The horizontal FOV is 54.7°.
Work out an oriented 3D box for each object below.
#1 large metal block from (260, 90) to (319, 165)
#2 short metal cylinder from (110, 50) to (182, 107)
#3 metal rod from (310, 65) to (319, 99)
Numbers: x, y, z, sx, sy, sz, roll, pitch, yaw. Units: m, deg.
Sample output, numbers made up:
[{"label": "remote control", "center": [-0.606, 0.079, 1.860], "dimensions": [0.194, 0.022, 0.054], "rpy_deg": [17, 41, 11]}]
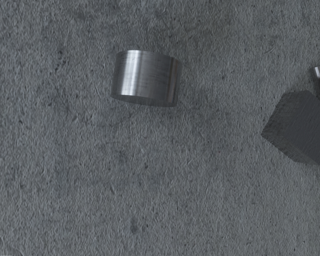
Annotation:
[{"label": "large metal block", "center": [0.217, 0.000, 0.476], "dimensions": [0.080, 0.050, 0.080], "rpy_deg": [35, 79, -17]}, {"label": "short metal cylinder", "center": [-0.016, -0.057, 0.374], "dimensions": [0.081, 0.080, 0.050], "rpy_deg": [9, 87, -20]}, {"label": "metal rod", "center": [0.307, 0.038, 0.522], "dimensions": [0.025, 0.025, 0.298], "rpy_deg": [-22, 98, -19]}]
